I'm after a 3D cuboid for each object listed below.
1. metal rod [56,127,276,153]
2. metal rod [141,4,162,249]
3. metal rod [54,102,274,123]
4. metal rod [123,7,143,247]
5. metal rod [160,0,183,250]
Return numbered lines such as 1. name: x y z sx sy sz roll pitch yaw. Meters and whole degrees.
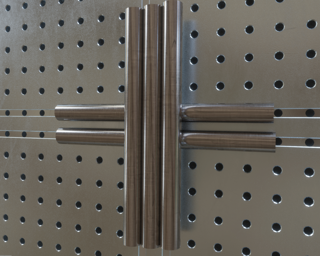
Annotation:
1. metal rod: -0.006 0.014 0.414 0.301 0.025 0.025 1 91 19
2. metal rod: -0.010 -0.002 0.389 0.025 0.025 0.298 1 90 19
3. metal rod: -0.008 -0.021 0.415 0.301 0.025 0.025 1 91 19
4. metal rod: -0.033 -0.001 0.397 0.025 0.025 0.298 1 90 19
5. metal rod: 0.014 -0.003 0.381 0.025 0.025 0.298 1 90 19
